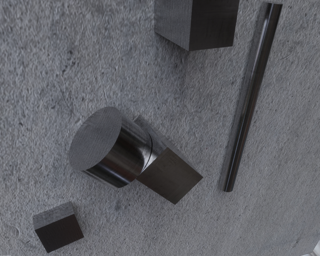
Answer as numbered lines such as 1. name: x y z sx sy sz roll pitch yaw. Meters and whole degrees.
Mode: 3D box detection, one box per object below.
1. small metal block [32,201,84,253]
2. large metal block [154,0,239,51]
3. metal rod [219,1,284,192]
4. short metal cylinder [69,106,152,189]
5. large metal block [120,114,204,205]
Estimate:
1. small metal block: -0.135 0.133 0.415 0.050 0.025 0.050 -20 126 -17
2. large metal block: 0.034 -0.130 0.310 0.050 0.080 0.079 -12 124 -22
3. metal rod: 0.128 -0.027 0.459 0.025 0.025 0.298 -8 122 -24
4. short metal cylinder: -0.057 0.022 0.354 0.080 0.080 0.050 -46 129 4
5. large metal block: -0.003 0.040 0.394 0.050 0.080 0.080 -45 129 3
